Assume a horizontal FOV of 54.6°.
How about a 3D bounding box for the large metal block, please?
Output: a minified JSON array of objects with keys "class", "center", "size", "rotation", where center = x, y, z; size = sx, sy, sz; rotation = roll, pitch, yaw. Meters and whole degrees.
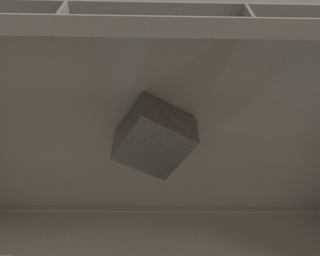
[{"class":"large metal block","center":[-0.008,0.013,0.399],"size":[0.080,0.050,0.080],"rotation":[25,125,-20]}]
